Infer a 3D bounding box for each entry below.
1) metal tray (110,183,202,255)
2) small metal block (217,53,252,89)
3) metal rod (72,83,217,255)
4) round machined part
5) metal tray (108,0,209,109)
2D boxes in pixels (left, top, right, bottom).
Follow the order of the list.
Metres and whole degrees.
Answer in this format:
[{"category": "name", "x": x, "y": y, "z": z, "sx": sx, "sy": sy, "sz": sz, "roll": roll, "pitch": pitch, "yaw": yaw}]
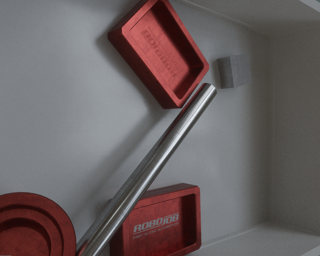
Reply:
[{"category": "metal tray", "x": -0.002, "y": 0.128, "z": 0.404, "sx": 0.131, "sy": 0.030, "sz": 0.089, "roll": -3, "pitch": 92, "yaw": -40}, {"category": "small metal block", "x": 0.124, "y": -0.094, "z": 0.514, "sx": 0.050, "sy": 0.025, "sz": 0.050, "roll": -18, "pitch": 101, "yaw": -39}, {"category": "metal rod", "x": -0.014, "y": 0.049, "z": 0.360, "sx": 0.301, "sy": 0.025, "sz": 0.025, "roll": -51, "pitch": 121, "yaw": -29}, {"category": "round machined part", "x": -0.126, "y": 0.110, "z": 0.272, "sx": 0.099, "sy": 0.042, "sz": 0.098, "roll": 10, "pitch": 60, "yaw": -17}, {"category": "metal tray", "x": 0.004, "y": -0.099, "z": 0.408, "sx": 0.130, "sy": 0.030, "sz": 0.090, "roll": 50, "pitch": 60, "yaw": -29}]
